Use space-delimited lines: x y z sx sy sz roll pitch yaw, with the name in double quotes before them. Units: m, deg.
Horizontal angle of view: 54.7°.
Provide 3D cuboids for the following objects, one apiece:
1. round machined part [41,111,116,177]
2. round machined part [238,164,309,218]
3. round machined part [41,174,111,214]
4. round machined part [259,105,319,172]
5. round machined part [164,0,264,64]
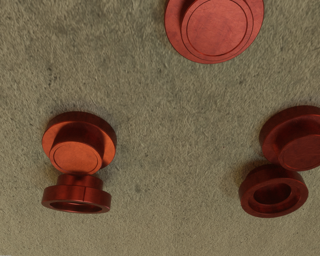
"round machined part" -0.110 0.028 0.419 0.099 0.042 0.097 0 130 0
"round machined part" 0.170 0.093 0.477 0.099 0.042 0.097 0 130 0
"round machined part" -0.122 0.098 0.463 0.099 0.042 0.098 2 154 1
"round machined part" 0.188 0.021 0.415 0.099 0.042 0.097 0 130 0
"round machined part" 0.053 -0.106 0.306 0.099 0.042 0.097 0 130 0
